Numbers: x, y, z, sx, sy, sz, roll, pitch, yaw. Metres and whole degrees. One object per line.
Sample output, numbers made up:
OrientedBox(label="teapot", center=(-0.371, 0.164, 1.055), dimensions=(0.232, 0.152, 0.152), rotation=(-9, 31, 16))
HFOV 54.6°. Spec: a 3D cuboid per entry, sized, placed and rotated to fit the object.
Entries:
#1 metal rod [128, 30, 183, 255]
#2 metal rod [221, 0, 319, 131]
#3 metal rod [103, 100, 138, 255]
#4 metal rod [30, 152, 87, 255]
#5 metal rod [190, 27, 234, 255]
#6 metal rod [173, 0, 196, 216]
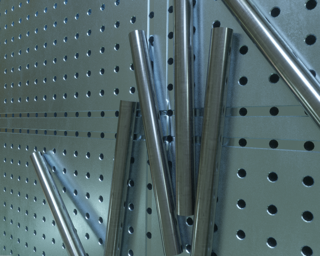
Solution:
OrientedBox(label="metal rod", center=(-0.007, 0.014, 0.416), dimensions=(0.025, 0.025, 0.299), rotation=(-16, 80, 39))
OrientedBox(label="metal rod", center=(0.132, -0.050, 0.300), dimensions=(0.025, 0.025, 0.299), rotation=(-42, 65, 32))
OrientedBox(label="metal rod", center=(-0.063, 0.108, 0.462), dimensions=(0.025, 0.025, 0.298), rotation=(12, 97, 39))
OrientedBox(label="metal rod", center=(-0.168, 0.154, 0.532), dimensions=(0.300, 0.025, 0.025), rotation=(52, 121, 33))
OrientedBox(label="metal rod", center=(0.058, 0.037, 0.362), dimensions=(0.025, 0.025, 0.298), rotation=(8, 95, 40))
OrientedBox(label="metal rod", center=(0.030, -0.044, 0.385), dimensions=(0.025, 0.025, 0.298), rotation=(-1, 89, 40))
